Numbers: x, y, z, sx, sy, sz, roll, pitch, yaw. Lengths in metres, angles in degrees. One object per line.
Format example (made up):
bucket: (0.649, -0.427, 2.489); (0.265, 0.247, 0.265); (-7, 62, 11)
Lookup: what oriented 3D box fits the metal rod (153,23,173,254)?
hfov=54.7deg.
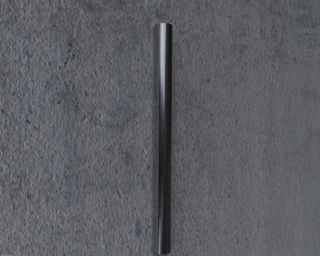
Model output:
metal rod: (0.004, 0.014, 0.411); (0.025, 0.025, 0.298); (0, 90, -40)
